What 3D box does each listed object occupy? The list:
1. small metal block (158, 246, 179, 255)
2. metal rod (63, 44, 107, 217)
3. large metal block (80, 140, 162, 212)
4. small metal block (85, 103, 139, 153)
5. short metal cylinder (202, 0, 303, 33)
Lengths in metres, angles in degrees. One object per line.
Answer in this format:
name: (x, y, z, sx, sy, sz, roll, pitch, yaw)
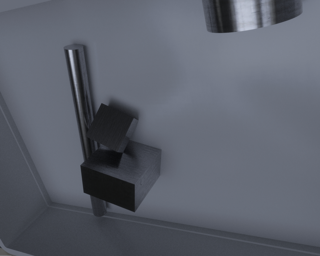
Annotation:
small metal block: (0.016, 0.245, 0.537, 0.050, 0.050, 0.025, 43, 129, -2)
metal rod: (-0.110, 0.022, 0.477, 0.025, 0.025, 0.298, 12, 124, 21)
large metal block: (-0.052, 0.060, 0.436, 0.080, 0.080, 0.050, 16, 125, 19)
small metal block: (-0.065, 0.000, 0.425, 0.050, 0.025, 0.050, 25, 89, 12)
short metal cylinder: (0.075, -0.116, 0.261, 0.080, 0.080, 0.050, 0, 119, 28)
